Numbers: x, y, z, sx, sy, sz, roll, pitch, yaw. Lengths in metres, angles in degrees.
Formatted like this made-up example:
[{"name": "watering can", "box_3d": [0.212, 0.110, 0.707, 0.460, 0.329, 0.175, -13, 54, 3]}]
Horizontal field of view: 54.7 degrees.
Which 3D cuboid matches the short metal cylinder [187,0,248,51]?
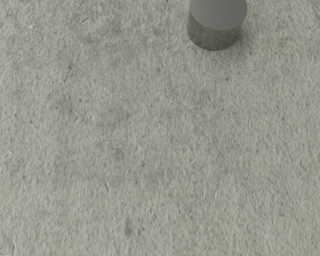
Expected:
[{"name": "short metal cylinder", "box_3d": [0.082, -0.161, 0.455, 0.081, 0.050, 0.080, 0, 70, 0]}]
